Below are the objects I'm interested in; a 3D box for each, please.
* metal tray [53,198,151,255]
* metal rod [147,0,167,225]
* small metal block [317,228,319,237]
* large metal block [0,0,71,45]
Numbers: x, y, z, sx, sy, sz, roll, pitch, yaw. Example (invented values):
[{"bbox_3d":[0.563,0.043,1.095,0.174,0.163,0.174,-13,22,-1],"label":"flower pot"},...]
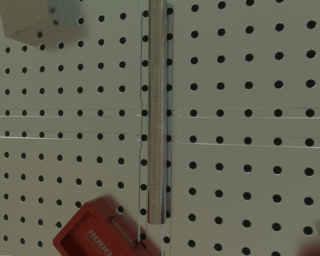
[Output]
[{"bbox_3d":[-0.079,0.176,0.436,0.130,0.030,0.090,44,103,14],"label":"metal tray"},{"bbox_3d":[-0.004,-0.024,0.412,0.025,0.025,0.298,0,90,19],"label":"metal rod"},{"bbox_3d":[0.212,0.125,0.338,0.050,0.025,0.050,-37,79,16],"label":"small metal block"},{"bbox_3d":[-0.190,-0.181,0.464,0.080,0.050,0.080,-15,85,19],"label":"large metal block"}]
